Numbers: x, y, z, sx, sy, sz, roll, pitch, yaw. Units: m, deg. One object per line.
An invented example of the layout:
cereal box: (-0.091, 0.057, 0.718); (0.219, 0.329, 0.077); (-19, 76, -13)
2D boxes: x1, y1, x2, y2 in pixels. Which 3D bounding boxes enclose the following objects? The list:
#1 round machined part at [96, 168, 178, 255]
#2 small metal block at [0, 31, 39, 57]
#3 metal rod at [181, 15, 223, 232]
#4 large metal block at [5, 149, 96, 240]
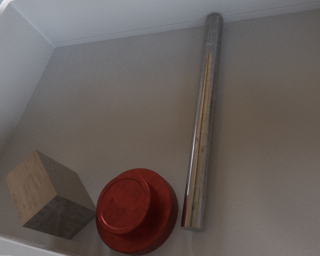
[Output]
round machined part: (-0.033, 0.091, 0.355); (0.098, 0.042, 0.098); (-13, 56, 20)
small metal block: (-0.295, -0.176, 0.652); (0.050, 0.050, 0.025); (8, 66, 31)
metal rod: (0.058, -0.026, 0.390); (0.025, 0.025, 0.299); (-4, 60, 26)
large metal block: (-0.134, 0.084, 0.387); (0.050, 0.080, 0.080); (-43, 51, -1)
